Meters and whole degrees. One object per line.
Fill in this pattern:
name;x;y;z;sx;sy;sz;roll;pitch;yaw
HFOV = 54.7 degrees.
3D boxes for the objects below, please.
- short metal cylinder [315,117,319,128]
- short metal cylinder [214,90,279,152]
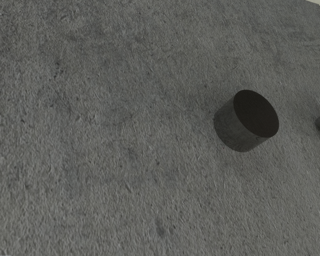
short metal cylinder;0.330;-0.015;0.555;0.081;0.080;0.050;-34;81;-38
short metal cylinder;0.128;-0.010;0.463;0.081;0.050;0.080;14;56;-21
